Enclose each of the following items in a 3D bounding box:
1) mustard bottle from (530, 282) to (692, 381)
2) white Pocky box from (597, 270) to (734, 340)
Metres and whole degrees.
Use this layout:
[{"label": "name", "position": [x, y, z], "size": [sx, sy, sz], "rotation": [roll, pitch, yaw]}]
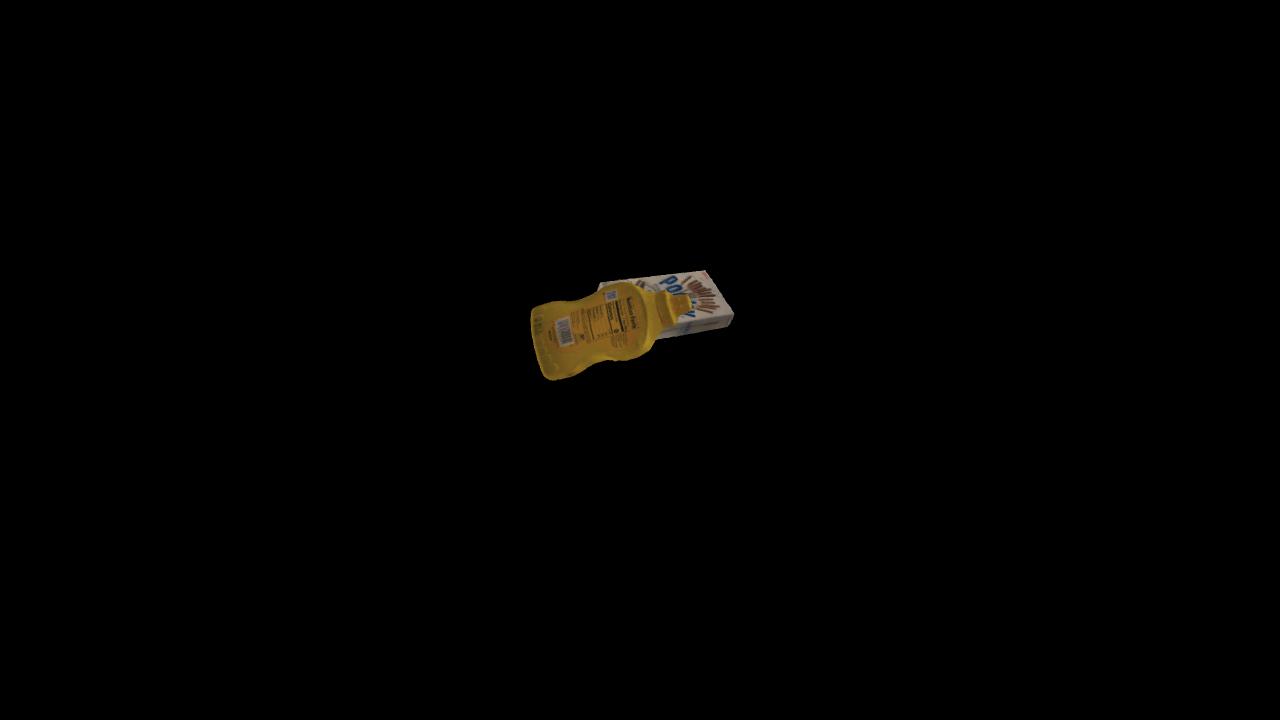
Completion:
[{"label": "mustard bottle", "position": [-0.030, -0.041, 0.699], "size": [0.184, 0.092, 0.054], "rotation": [-16, -19, 12]}, {"label": "white Pocky box", "position": [0.031, -0.067, 0.756], "size": [0.154, 0.084, 0.028], "rotation": [-11, -35, -25]}]
